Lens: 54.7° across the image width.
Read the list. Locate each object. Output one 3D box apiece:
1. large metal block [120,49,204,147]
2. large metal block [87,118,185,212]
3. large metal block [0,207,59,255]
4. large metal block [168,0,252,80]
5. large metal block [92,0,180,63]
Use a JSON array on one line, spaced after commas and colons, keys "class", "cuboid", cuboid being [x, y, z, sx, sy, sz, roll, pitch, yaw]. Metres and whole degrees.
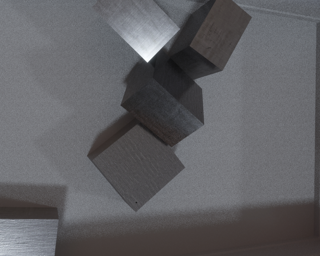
[{"class": "large metal block", "cuboid": [0.006, -0.038, 0.372, 0.050, 0.080, 0.080, -37, 116, 28]}, {"class": "large metal block", "cuboid": [-0.030, 0.042, 0.386, 0.080, 0.050, 0.080, -40, 103, -16]}, {"class": "large metal block", "cuboid": [-0.159, 0.133, 0.339, 0.081, 0.050, 0.080, 6, 88, -20]}, {"class": "large metal block", "cuboid": [0.060, -0.115, 0.403, 0.050, 0.080, 0.080, 33, 80, -17]}, {"class": "large metal block", "cuboid": [-0.027, -0.127, 0.364, 0.080, 0.080, 0.050, 43, 100, -15]}]
